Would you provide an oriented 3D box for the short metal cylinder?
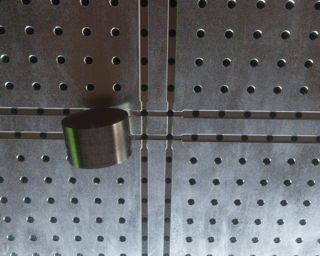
[{"bbox_3d":[-0.077,0.010,0.387,0.080,0.080,0.050,-4,110,1],"label":"short metal cylinder"}]
